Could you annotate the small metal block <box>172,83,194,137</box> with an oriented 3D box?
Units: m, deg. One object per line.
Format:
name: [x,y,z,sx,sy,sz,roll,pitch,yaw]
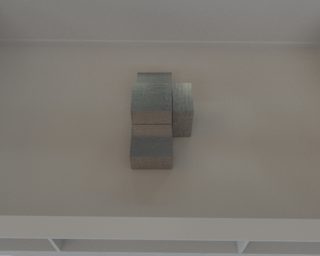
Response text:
small metal block: [0.028,-0.024,0.406,0.025,0.050,0.050,0,50,0]

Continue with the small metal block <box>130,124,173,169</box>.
small metal block: [-0.010,0.023,0.384,0.050,0.025,0.050,0,50,0]

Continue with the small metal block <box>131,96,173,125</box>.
small metal block: [-0.010,-0.014,0.398,0.050,0.050,0.025,0,50,0]

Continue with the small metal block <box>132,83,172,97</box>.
small metal block: [-0.010,-0.033,0.414,0.050,0.050,0.025,0,50,0]

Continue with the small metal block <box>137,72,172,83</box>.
small metal block: [-0.008,-0.055,0.448,0.050,0.025,0.050,0,50,0]
